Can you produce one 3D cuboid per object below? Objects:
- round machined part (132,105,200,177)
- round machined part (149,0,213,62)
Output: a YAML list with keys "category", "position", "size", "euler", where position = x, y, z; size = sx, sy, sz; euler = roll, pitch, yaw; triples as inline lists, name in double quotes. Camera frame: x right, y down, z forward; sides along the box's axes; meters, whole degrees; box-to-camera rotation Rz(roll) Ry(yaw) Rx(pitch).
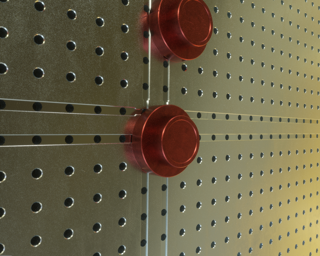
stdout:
- category: "round machined part"
  position: [0.015, 0.017, 0.413]
  size: [0.099, 0.042, 0.097]
  euler: [0, 90, -40]
- category: "round machined part"
  position: [0.036, -0.144, 0.430]
  size: [0.099, 0.042, 0.097]
  euler: [0, 90, -40]
